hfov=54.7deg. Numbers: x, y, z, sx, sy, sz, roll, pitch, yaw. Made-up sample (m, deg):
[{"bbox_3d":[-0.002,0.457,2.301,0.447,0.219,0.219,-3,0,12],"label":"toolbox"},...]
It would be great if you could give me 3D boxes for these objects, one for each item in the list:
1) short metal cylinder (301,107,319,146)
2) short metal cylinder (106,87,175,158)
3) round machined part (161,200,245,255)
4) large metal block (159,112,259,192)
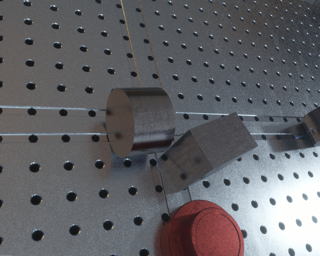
[{"bbox_3d":[0.295,-0.007,0.536,0.081,0.080,0.050,-5,64,-31],"label":"short metal cylinder"},{"bbox_3d":[-0.025,-0.008,0.364,0.050,0.080,0.080,-6,65,-31],"label":"short metal cylinder"},{"bbox_3d":[0.054,0.128,0.348,0.099,0.042,0.098,14,56,-21],"label":"round machined part"},{"bbox_3d":[0.059,0.030,0.386,0.081,0.080,0.050,-19,72,-35],"label":"large metal block"}]
